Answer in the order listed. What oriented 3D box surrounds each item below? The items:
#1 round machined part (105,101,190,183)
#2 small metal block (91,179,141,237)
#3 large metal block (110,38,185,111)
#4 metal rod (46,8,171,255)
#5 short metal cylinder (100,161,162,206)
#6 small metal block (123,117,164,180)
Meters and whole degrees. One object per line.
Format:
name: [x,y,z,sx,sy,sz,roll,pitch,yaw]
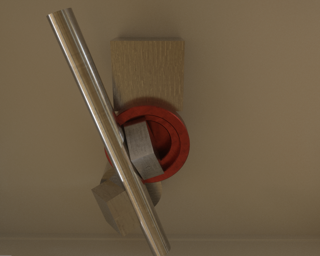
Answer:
round machined part: [-0.015,0.014,0.374,0.099,0.042,0.097,0,110,-1]
small metal block: [-0.054,0.096,0.375,0.025,0.050,0.050,-29,111,-25]
large metal block: [-0.014,-0.065,0.371,0.081,0.050,0.079,0,110,-1]
metal rod: [-0.047,0.022,0.343,0.025,0.025,0.298,-18,109,6]
short metal cylinder: [-0.038,0.071,0.423,0.081,0.050,0.079,0,110,-1]
small metal block: [-0.018,0.024,0.354,0.025,0.050,0.050,-19,144,3]
